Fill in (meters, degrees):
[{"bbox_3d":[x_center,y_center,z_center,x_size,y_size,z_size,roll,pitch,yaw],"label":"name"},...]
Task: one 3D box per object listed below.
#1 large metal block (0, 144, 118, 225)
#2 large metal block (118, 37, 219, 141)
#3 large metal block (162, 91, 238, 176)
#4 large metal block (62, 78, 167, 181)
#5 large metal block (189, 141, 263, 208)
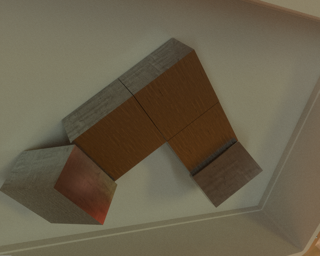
[{"bbox_3d":[-0.109,0.066,0.343,0.080,0.050,0.080,-8,137,29],"label":"large metal block"},{"bbox_3d":[0.012,-0.045,0.368,0.080,0.050,0.080,-38,129,-3],"label":"large metal block"},{"bbox_3d":[0.048,0.005,0.419,0.080,0.050,0.080,-38,129,-3],"label":"large metal block"},{"bbox_3d":[-0.052,0.004,0.364,0.080,0.050,0.080,-38,129,-3],"label":"large metal block"},{"bbox_3d":[0.092,0.067,0.454,0.080,0.050,0.080,-38,173,-3],"label":"large metal block"}]
